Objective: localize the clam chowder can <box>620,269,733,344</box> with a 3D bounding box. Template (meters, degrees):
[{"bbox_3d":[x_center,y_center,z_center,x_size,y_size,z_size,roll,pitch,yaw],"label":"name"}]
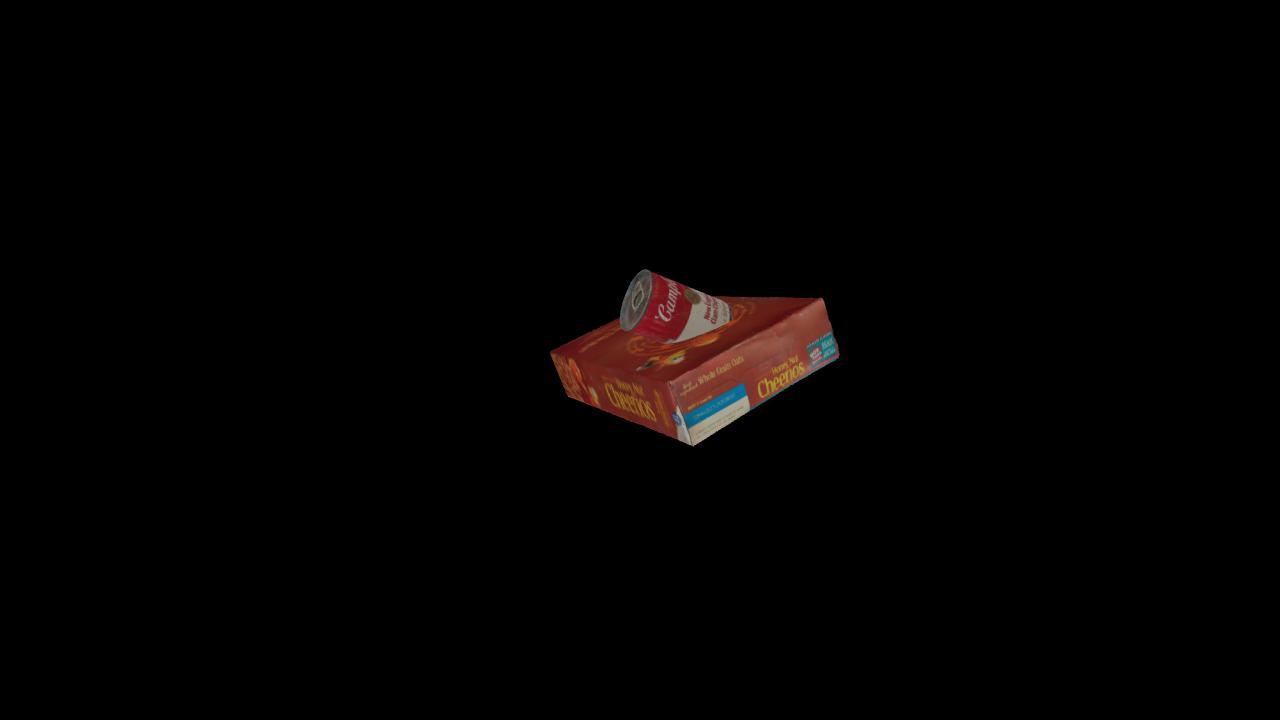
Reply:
[{"bbox_3d":[0.039,-0.047,0.654,0.102,0.068,0.068,19,-8,-23],"label":"clam chowder can"}]

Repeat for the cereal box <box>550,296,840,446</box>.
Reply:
[{"bbox_3d":[0.046,-0.006,0.722,0.203,0.081,0.306,-28,19,-24],"label":"cereal box"}]
